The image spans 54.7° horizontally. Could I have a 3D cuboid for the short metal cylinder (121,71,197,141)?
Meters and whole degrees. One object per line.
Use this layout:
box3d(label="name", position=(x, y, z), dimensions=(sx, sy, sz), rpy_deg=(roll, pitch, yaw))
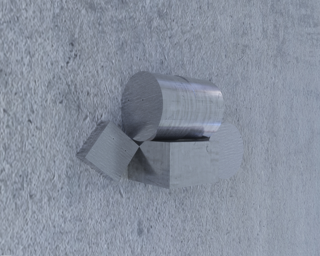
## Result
box3d(label="short metal cylinder", position=(-0.003, -0.024, 0.368), dimensions=(0.050, 0.080, 0.080), rpy_deg=(1, 90, -40))

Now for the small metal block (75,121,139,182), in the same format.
box3d(label="small metal block", position=(-0.060, 0.026, 0.357), dimensions=(0.050, 0.025, 0.050), rpy_deg=(45, 63, -31))

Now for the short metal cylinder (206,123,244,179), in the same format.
box3d(label="short metal cylinder", position=(0.078, 0.032, 0.455), dimensions=(0.081, 0.050, 0.079), rpy_deg=(0, 90, -40))

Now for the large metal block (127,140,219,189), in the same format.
box3d(label="large metal block", position=(0.016, 0.040, 0.385), dimensions=(0.081, 0.080, 0.050), rpy_deg=(1, 90, -40))

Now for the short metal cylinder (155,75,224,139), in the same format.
box3d(label="short metal cylinder", position=(0.035, -0.025, 0.401), dimensions=(0.050, 0.080, 0.080), rpy_deg=(1, 90, -40))
